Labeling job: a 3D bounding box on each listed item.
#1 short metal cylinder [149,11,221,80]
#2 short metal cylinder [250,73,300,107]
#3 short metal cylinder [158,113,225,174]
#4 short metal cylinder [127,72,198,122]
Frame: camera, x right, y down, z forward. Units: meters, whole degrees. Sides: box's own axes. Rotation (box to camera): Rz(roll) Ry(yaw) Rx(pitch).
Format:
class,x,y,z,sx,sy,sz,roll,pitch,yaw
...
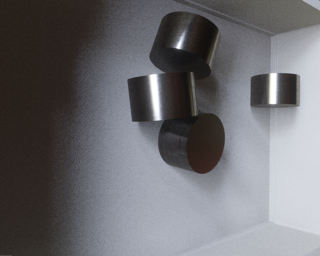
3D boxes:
class,x,y,z,sx,sy,sz,roll,pitch,yaw
short metal cylinder,0.032,-0.103,0.397,0.080,0.080,0.050,28,73,-37
short metal cylinder,0.199,-0.063,0.537,0.081,0.080,0.050,2,89,-40
short metal cylinder,0.044,0.017,0.420,0.081,0.050,0.079,-9,103,-43
short metal cylinder,0.004,-0.037,0.374,0.081,0.080,0.050,-10,96,-40
